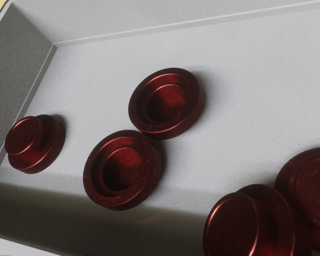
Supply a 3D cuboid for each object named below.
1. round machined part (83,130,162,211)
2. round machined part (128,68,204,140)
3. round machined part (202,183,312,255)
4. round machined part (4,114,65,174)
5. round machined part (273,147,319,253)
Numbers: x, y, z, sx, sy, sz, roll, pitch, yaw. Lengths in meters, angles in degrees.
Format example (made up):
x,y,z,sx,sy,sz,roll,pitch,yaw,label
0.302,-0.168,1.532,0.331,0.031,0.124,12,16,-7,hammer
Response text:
x,y,z,sx,sy,sz,roll,pitch,yaw,label
-0.042,0.054,0.384,0.098,0.042,0.098,-13,56,21,round machined part
0.011,-0.027,0.406,0.098,0.042,0.098,-13,56,21,round machined part
0.074,0.094,0.268,0.097,0.042,0.098,-48,26,35,round machined part
-0.203,0.020,0.490,0.098,0.042,0.098,-13,56,21,round machined part
0.153,0.060,0.277,0.098,0.042,0.098,-13,56,21,round machined part
